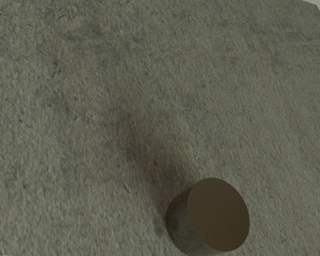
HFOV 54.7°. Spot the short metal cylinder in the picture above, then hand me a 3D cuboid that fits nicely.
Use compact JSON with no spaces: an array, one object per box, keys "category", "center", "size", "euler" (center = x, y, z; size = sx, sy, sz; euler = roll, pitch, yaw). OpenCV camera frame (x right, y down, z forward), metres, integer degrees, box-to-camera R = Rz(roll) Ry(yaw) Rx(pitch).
[{"category":"short metal cylinder","center":[0.054,0.103,0.356],"size":[0.081,0.050,0.080],"euler":[14,56,-21]}]
